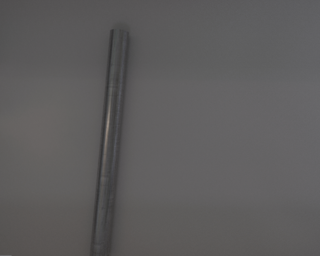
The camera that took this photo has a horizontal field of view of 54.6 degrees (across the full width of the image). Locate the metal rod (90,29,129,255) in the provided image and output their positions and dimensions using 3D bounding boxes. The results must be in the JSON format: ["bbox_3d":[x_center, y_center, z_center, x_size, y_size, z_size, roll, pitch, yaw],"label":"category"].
[{"bbox_3d":[-0.067,0.022,0.410,0.025,0.025,0.298,5,90,0],"label":"metal rod"}]
